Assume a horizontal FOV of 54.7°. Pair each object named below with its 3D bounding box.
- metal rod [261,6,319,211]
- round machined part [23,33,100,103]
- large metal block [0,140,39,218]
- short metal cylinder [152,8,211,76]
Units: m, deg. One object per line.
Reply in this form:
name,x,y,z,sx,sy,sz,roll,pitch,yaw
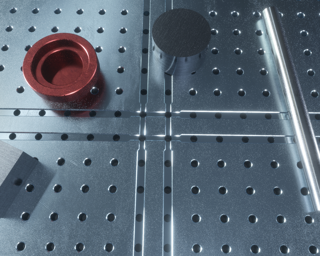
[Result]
metal rod,0.186,-0.040,0.428,0.025,0.025,0.299,-6,70,-2
round machined part,-0.133,-0.079,0.430,0.099,0.042,0.098,0,70,-1
large metal block,-0.213,0.053,0.376,0.080,0.050,0.080,24,72,8
short metal cylinder,0.029,-0.122,0.443,0.081,0.050,0.080,0,70,-1
